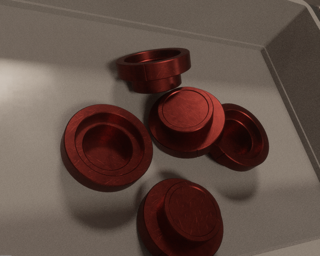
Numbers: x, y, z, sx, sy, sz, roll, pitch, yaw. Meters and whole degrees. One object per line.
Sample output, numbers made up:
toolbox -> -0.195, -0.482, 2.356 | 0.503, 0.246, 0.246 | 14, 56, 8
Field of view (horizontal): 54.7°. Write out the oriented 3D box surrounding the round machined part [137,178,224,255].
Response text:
round machined part -> 0.028, 0.099, 0.343 | 0.099, 0.042, 0.098 | 14, 49, -17

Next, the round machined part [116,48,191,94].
round machined part -> -0.007, -0.076, 0.416 | 0.099, 0.098, 0.042 | -28, 120, -38

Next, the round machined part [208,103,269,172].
round machined part -> 0.102, 0.017, 0.442 | 0.099, 0.042, 0.098 | 14, 56, -21

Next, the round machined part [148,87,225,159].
round machined part -> 0.033, -0.014, 0.394 | 0.099, 0.042, 0.098 | -3, 59, 6

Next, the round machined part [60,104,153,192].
round machined part -> -0.061, 0.025, 0.348 | 0.099, 0.042, 0.098 | 14, 56, -21
